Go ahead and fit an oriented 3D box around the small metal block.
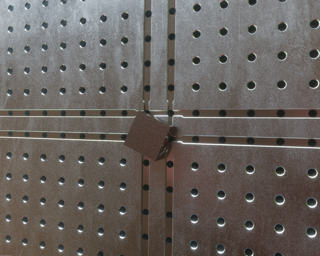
[{"bbox_3d":[-0.013,0.010,0.418,0.050,0.025,0.050,27,99,18],"label":"small metal block"}]
